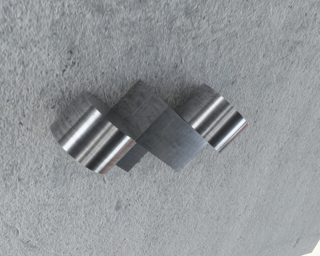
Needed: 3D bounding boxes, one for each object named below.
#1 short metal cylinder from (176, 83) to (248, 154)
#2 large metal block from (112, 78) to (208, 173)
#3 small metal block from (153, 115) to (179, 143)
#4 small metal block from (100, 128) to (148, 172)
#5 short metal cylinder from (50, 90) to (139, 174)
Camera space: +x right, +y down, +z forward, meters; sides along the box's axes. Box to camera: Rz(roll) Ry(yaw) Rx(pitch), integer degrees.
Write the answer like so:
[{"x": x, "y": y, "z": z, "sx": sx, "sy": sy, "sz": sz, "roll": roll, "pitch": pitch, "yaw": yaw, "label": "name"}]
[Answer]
[{"x": 0.066, "y": -0.012, "z": 0.402, "sx": 0.050, "sy": 0.080, "sz": 0.080, "roll": -46, "pitch": 129, "yaw": 4, "label": "short metal cylinder"}, {"x": -0.002, "y": -0.004, "z": 0.371, "sx": 0.050, "sy": 0.080, "sz": 0.080, "roll": -47, "pitch": 130, "yaw": 4, "label": "large metal block"}, {"x": 0.026, "y": 0.016, "z": 0.433, "sx": 0.050, "sy": 0.025, "sz": 0.050, "roll": -46, "pitch": 129, "yaw": 4, "label": "small metal block"}, {"x": -0.045, "y": 0.022, "z": 0.398, "sx": 0.050, "sy": 0.025, "sz": 0.050, "roll": -46, "pitch": 129, "yaw": 4, "label": "small metal block"}, {"x": -0.070, "y": 0.004, "z": 0.337, "sx": 0.050, "sy": 0.080, "sz": 0.080, "roll": -46, "pitch": 129, "yaw": 4, "label": "short metal cylinder"}]
